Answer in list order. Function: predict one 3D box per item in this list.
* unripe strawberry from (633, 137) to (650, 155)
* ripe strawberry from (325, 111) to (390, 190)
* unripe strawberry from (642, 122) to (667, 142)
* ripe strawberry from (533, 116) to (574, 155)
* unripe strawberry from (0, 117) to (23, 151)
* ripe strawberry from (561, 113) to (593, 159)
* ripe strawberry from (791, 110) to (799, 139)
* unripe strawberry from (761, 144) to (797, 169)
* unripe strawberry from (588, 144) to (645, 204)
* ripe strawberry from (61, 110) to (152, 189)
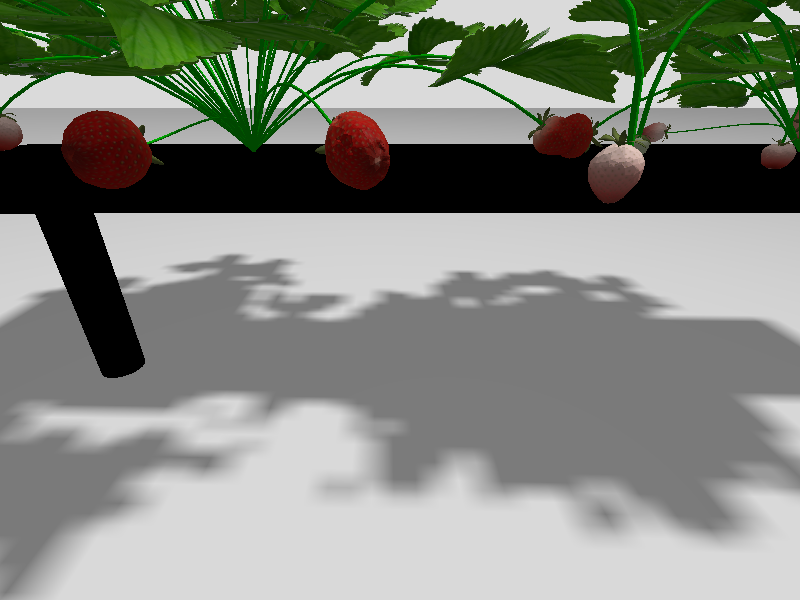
[{"bbox_3d":[0.122,-0.078,0.206,0.011,0.011,0.011,-16,31,-28],"label":"unripe strawberry"},{"bbox_3d":[-0.018,-0.066,0.181,0.030,0.034,0.032,-16,37,-29],"label":"ripe strawberry"},{"bbox_3d":[0.246,-0.162,0.388,0.020,0.017,0.020,20,33,35],"label":"unripe strawberry"},{"bbox_3d":[0.111,-0.115,0.286,0.028,0.027,0.030,35,28,-7],"label":"ripe strawberry"},{"bbox_3d":[-0.347,-0.144,0.346,0.030,0.031,0.029,25,27,-6],"label":"unripe strawberry"},{"bbox_3d":[0.122,-0.118,0.291,0.032,0.031,0.029,-9,28,-7],"label":"ripe strawberry"},{"bbox_3d":[0.437,-0.190,0.423,0.037,0.039,0.040,23,34,38],"label":"ripe strawberry"},{"bbox_3d":[0.232,-0.088,0.246,0.015,0.015,0.016,-23,35,-37],"label":"unripe strawberry"},{"bbox_3d":[0.088,-0.052,0.164,0.020,0.024,0.024,21,34,36],"label":"unripe strawberry"},{"bbox_3d":[-0.143,-0.071,0.193,0.034,0.036,0.037,4,28,8],"label":"ripe strawberry"}]
